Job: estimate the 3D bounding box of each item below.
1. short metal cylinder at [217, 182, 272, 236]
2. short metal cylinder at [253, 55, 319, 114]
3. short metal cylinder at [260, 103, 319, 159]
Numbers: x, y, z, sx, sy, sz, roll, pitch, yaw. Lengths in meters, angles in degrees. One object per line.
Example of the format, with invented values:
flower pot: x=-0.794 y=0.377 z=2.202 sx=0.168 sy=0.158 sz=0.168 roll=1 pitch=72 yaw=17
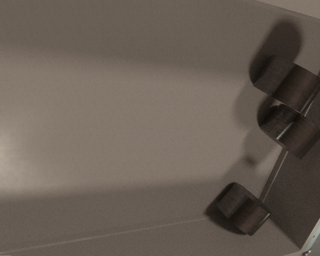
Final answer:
short metal cylinder: x=0.148 y=0.141 z=0.544 sx=0.080 sy=0.080 sz=0.050 roll=33 pitch=99 yaw=-39
short metal cylinder: x=0.180 y=-0.061 z=0.436 sx=0.081 sy=0.080 sz=0.050 roll=18 pitch=109 yaw=-36
short metal cylinder: x=0.208 y=0.005 z=0.493 sx=0.080 sy=0.080 sz=0.050 roll=33 pitch=100 yaw=-39
